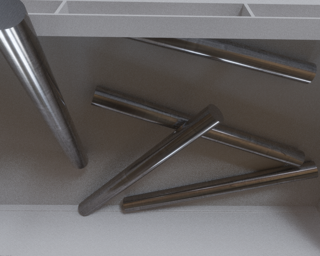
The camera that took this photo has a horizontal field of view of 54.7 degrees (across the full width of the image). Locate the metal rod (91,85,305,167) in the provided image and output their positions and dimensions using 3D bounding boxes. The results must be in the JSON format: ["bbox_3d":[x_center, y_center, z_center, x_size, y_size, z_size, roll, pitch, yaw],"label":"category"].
[{"bbox_3d":[0.060,0.002,0.411,0.302,0.025,0.025,17,128,-14],"label":"metal rod"}]

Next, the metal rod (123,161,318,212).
[{"bbox_3d":[0.088,0.095,0.490,0.301,0.025,0.025,-13,129,10],"label":"metal rod"}]

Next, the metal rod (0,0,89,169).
[{"bbox_3d":[-0.103,-0.009,0.314,0.025,0.025,0.299,4,157,-4],"label":"metal rod"}]

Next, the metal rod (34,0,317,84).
[{"bbox_3d":[0.026,-0.093,0.330,0.302,0.025,0.025,12,129,-10],"label":"metal rod"}]

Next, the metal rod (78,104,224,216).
[{"bbox_3d":[-0.031,0.059,0.438,0.025,0.025,0.299,32,129,-25],"label":"metal rod"}]
